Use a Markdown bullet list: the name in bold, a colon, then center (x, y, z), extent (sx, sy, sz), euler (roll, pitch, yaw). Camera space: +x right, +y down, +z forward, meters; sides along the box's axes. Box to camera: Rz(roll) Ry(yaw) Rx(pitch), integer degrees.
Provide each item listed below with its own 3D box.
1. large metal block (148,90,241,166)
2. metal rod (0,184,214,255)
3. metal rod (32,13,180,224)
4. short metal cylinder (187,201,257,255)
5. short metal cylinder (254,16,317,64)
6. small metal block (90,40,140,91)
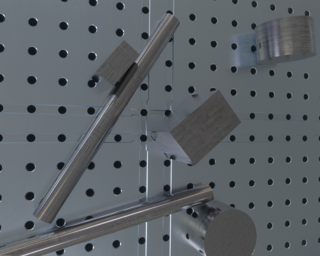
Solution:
- **large metal block**: center (0.041, -0.001, 0.399), extent (0.080, 0.080, 0.050), euler (-41, 103, -15)
- **metal rod**: center (-0.070, 0.121, 0.387), extent (0.302, 0.025, 0.025), euler (-12, 94, -20)
- **metal rod**: center (-0.061, -0.021, 0.390), extent (0.025, 0.025, 0.300), euler (35, 79, -17)
- **short metal cylinder**: center (0.085, 0.147, 0.431), extent (0.081, 0.050, 0.079), euler (0, 90, -20)
- **short metal cylinder**: center (0.181, -0.125, 0.450), extent (0.081, 0.080, 0.050), euler (-6, 92, -20)
- **small metal block**: center (-0.056, -0.075, 0.379), extent (0.025, 0.050, 0.050), euler (41, 77, -16)
